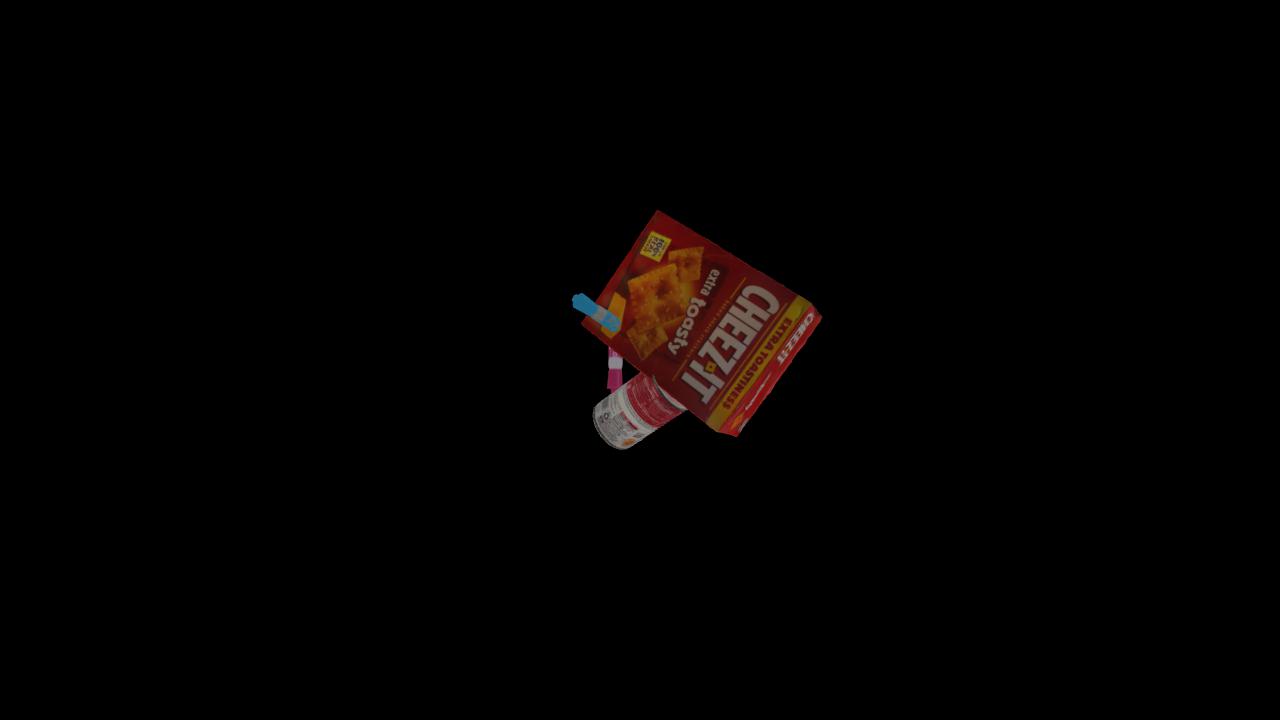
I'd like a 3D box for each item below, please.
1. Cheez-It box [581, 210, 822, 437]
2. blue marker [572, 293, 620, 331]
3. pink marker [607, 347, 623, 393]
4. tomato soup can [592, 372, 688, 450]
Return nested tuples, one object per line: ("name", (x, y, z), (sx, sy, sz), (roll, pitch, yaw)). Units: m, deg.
("Cheez-It box", (0.063, -0.043, 0.695), (0.223, 0.166, 0.071), (38, 7, 28))
("blue marker", (-0.030, -0.041, 0.705), (0.121, 0.020, 0.020), (32, -20, -35))
("pink marker", (-0.028, -0.020, 0.732), (0.020, 0.121, 0.020), (1, -8, 0))
("tomato soup can", (0.002, 0.054, 0.715), (0.101, 0.068, 0.068), (-37, -19, 28))
